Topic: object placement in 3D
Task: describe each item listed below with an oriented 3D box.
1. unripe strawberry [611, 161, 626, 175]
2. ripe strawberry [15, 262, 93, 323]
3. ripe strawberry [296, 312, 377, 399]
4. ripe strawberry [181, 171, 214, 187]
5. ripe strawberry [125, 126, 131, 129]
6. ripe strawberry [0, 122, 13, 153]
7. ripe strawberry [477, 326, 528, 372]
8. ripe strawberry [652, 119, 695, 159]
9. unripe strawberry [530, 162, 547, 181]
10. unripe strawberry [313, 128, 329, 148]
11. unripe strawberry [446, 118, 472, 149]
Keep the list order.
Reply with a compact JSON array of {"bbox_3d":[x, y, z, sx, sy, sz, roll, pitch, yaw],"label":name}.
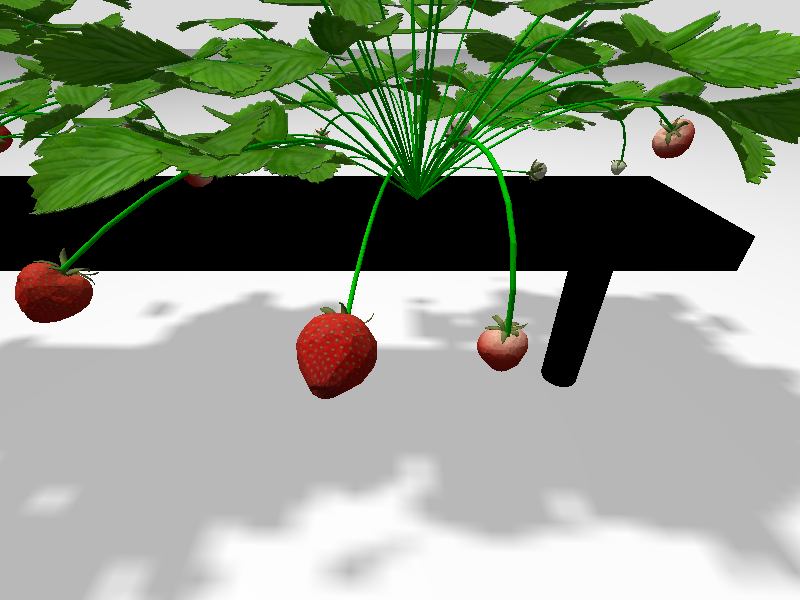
[{"bbox_3d":[0.208,-0.126,0.382,0.011,0.013,0.013,-6,34,-9],"label":"unripe strawberry"},{"bbox_3d":[-0.176,-0.003,0.202,0.027,0.029,0.030,30,-2,37],"label":"ripe strawberry"},{"bbox_3d":[-0.026,0.024,0.161,0.032,0.034,0.035,6,44,9],"label":"ripe strawberry"},{"bbox_3d":[-0.193,-0.122,0.381,0.030,0.026,0.030,-2,33,13],"label":"ripe strawberry"},{"bbox_3d":[-0.358,-0.217,0.520,0.035,0.031,0.032,12,35,17],"label":"ripe strawberry"},{"bbox_3d":[-0.498,-0.203,0.491,0.036,0.041,0.039,-12,35,-17],"label":"ripe strawberry"},{"bbox_3d":[0.043,0.021,0.168,0.021,0.021,0.018,-4,34,-6],"label":"ripe strawberry"},{"bbox_3d":[0.315,-0.182,0.459,0.041,0.043,0.038,30,13,-39],"label":"ripe strawberry"},{"bbox_3d":[0.139,-0.129,0.400,0.017,0.018,0.016,-13,36,-20],"label":"unripe strawberry"},{"bbox_3d":[-0.102,-0.205,0.510,0.020,0.023,0.022,-19,3,-26],"label":"unripe strawberry"},{"bbox_3d":[0.076,-0.210,0.504,0.033,0.038,0.036,10,34,15],"label":"unripe strawberry"}]
